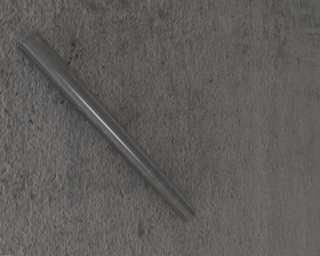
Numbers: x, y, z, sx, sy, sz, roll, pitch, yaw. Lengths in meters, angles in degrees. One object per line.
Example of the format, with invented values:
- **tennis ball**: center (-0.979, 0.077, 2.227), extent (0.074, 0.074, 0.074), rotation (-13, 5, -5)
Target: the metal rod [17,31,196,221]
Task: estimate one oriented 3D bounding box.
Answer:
- **metal rod**: center (-0.044, 0.018, 0.367), extent (0.300, 0.025, 0.025), rotation (51, 60, -28)
